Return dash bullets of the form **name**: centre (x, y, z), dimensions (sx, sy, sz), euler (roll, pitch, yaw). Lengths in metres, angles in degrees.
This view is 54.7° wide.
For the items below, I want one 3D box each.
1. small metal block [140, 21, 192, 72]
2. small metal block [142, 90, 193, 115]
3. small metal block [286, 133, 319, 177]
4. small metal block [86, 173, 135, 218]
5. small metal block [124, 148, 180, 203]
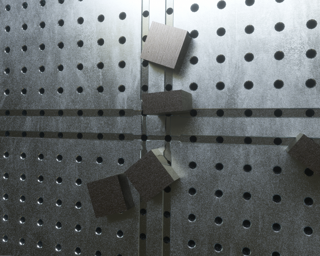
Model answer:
- **small metal block**: centre (0.008, -0.107, 0.409), dimensions (0.050, 0.025, 0.050), euler (22, 97, 18)
- **small metal block**: centre (0.011, -0.031, 0.395), dimensions (0.050, 0.050, 0.025), euler (-4, 89, 19)
- **small metal block**: centre (0.169, 0.031, 0.340), dimensions (0.050, 0.050, 0.025), euler (40, 103, 15)
- **small metal block**: centre (-0.069, 0.094, 0.436), dimensions (0.050, 0.025, 0.050), euler (-19, 84, 18)
- **small metal block**: centre (-0.011, 0.063, 0.416), dimensions (0.050, 0.025, 0.050), euler (-41, 78, 15)
